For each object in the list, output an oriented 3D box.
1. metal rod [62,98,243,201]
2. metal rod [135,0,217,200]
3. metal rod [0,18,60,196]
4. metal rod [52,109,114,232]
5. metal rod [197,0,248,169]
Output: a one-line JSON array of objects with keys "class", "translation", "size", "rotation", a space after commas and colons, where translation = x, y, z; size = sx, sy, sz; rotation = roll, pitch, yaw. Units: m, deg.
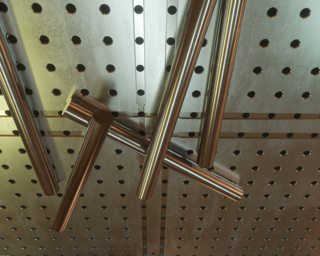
[{"class": "metal rod", "translation": [0.005, 0.040, 0.445], "size": [0.301, 0.025, 0.025], "rotation": [29, 124, -23]}, {"class": "metal rod", "translation": [0.013, -0.025, 0.369], "size": [0.025, 0.025, 0.298], "rotation": [11, 123, -9]}, {"class": "metal rod", "translation": [-0.174, -0.015, 0.395], "size": [0.025, 0.025, 0.298], "rotation": [-1, 130, 0]}, {"class": "metal rod", "translation": [-0.124, 0.082, 0.460], "size": [0.025, 0.025, 0.298], "rotation": [18, 134, -15]}, {"class": "metal rod", "translation": [0.071, -0.063, 0.359], "size": [0.025, 0.025, 0.298], "rotation": [1, 130, -1]}]
